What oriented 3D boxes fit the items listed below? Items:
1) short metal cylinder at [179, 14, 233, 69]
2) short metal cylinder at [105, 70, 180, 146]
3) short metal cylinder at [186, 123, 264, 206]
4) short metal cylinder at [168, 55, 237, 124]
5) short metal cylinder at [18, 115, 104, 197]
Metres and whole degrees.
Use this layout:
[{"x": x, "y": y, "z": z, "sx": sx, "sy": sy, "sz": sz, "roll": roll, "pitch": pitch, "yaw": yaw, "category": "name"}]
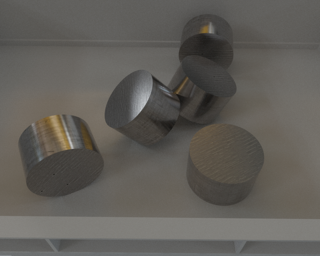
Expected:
[{"x": 0.071, "y": -0.125, "z": 0.476, "sx": 0.080, "sy": 0.080, "sz": 0.050, "roll": 6, "pitch": 50, "yaw": 4, "category": "short metal cylinder"}, {"x": -0.022, "y": -0.025, "z": 0.383, "sx": 0.080, "sy": 0.050, "sz": 0.080, "roll": -26, "pitch": 47, "yaw": 32, "category": "short metal cylinder"}, {"x": 0.072, "y": 0.041, "z": 0.355, "sx": 0.081, "sy": 0.050, "sz": 0.080, "roll": 0, "pitch": 50, "yaw": 0, "category": "short metal cylinder"}, {"x": 0.054, "y": -0.052, "z": 0.415, "sx": 0.081, "sy": 0.050, "sz": 0.080, "roll": 17, "pitch": 43, "yaw": -17, "category": "short metal cylinder"}, {"x": -0.109, "y": 0.031, "z": 0.342, "sx": 0.081, "sy": 0.080, "sz": 0.050, "roll": -20, "pitch": 53, "yaw": -16, "category": "short metal cylinder"}]
